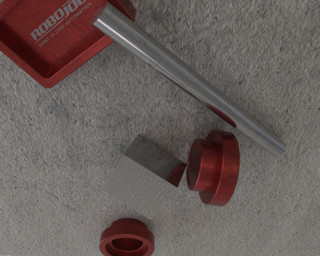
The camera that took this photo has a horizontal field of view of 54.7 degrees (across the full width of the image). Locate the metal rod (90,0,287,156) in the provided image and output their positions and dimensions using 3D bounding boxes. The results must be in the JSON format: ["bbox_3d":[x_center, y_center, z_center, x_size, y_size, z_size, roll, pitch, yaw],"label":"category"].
[{"bbox_3d":[0.056,-0.037,0.353,0.301,0.025,0.025,31,124,-32],"label":"metal rod"}]

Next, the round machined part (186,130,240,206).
[{"bbox_3d":[0.063,0.050,0.403,0.042,0.098,0.097,9,130,-8],"label":"round machined part"}]

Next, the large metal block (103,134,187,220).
[{"bbox_3d":[-0.022,0.069,0.434,0.080,0.050,0.079,32,126,0],"label":"large metal block"}]

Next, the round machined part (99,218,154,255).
[{"bbox_3d":[-0.059,0.202,0.567,0.099,0.042,0.097,0,130,0],"label":"round machined part"}]

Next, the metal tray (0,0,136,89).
[{"bbox_3d":[-0.101,-0.108,0.311,0.130,0.030,0.090,-30,125,22],"label":"metal tray"}]
